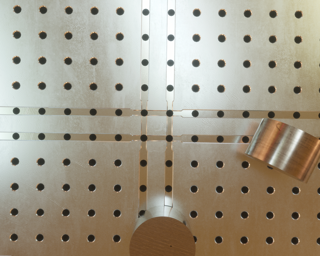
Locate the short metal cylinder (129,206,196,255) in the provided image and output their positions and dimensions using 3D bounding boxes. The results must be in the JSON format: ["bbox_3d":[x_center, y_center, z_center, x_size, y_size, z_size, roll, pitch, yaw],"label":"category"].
[{"bbox_3d":[0.003,0.147,0.401,0.081,0.050,0.079,0,90,0],"label":"short metal cylinder"}]

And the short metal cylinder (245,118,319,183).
[{"bbox_3d":[0.155,0.028,0.387,0.080,0.080,0.050,27,90,0],"label":"short metal cylinder"}]
